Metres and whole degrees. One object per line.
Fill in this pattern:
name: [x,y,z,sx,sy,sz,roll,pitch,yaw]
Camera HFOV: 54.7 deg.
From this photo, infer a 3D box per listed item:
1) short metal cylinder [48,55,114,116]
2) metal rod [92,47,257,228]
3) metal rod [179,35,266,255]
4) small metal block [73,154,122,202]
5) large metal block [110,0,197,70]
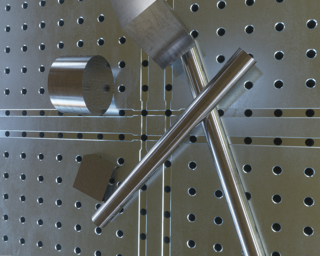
short metal cylinder: [-0.104,-0.058,0.419,0.050,0.080,0.079,4,92,20]
metal rod: [0.005,0.026,0.391,0.025,0.025,0.299,46,111,14]
metal rod: [0.075,0.027,0.385,0.025,0.025,0.299,-19,84,18]
small metal block: [-0.090,0.070,0.443,0.050,0.025,0.050,23,97,18]
large metal block: [-0.010,-0.130,0.371,0.050,0.080,0.080,-35,50,16]
